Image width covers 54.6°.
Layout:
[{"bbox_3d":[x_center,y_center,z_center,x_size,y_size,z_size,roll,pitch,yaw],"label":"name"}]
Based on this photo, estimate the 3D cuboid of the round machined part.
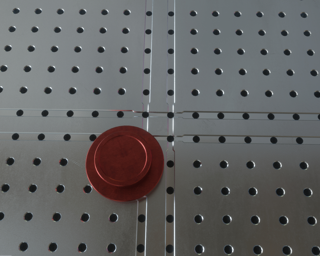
[{"bbox_3d":[-0.044,0.042,0.387,0.099,0.042,0.098,0,70,0],"label":"round machined part"}]
